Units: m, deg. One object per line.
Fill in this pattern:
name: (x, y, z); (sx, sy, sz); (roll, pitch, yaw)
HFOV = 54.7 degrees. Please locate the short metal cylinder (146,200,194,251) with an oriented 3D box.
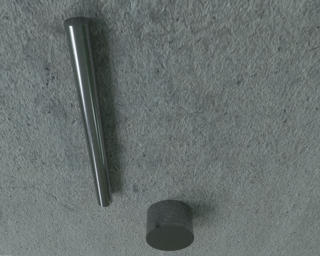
short metal cylinder: (0.017, 0.169, 0.535); (0.081, 0.050, 0.079); (0, 130, 0)

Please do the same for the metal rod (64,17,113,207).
metal rod: (-0.087, 0.005, 0.410); (0.025, 0.025, 0.298); (0, 130, -1)
